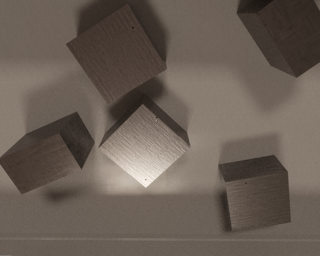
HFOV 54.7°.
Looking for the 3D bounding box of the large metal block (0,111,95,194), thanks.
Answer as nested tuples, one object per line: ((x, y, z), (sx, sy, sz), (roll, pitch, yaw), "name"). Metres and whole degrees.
((-0.137, 0.028, 0.390), (0.080, 0.080, 0.050), (-23, 109, 8), "large metal block")

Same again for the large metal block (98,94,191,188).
((-0.019, 0.016, 0.404), (0.080, 0.050, 0.080), (42, 104, -14), "large metal block")

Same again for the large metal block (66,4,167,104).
((-0.047, -0.087, 0.365), (0.080, 0.050, 0.080), (-30, 108, 10), "large metal block")

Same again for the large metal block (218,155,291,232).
((0.131, 0.091, 0.433), (0.080, 0.050, 0.079), (-11, 110, 3), "large metal block")

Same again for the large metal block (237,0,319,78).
((0.137, -0.110, 0.344), (0.050, 0.080, 0.080), (-36, 107, 12), "large metal block")
